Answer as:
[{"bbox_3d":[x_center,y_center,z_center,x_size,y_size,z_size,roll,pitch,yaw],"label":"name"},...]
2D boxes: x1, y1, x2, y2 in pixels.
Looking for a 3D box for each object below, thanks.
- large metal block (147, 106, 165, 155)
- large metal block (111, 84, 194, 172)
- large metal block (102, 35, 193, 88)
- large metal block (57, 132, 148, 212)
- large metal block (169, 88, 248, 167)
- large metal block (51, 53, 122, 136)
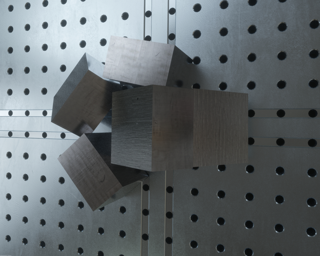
[{"bbox_3d":[-0.009,-0.002,0.403,0.080,0.050,0.080,1,90,20],"label":"large metal block"},{"bbox_3d":[-0.010,0.000,0.329,0.080,0.050,0.080,0,89,54],"label":"large metal block"},{"bbox_3d":[-0.012,-0.075,0.388,0.080,0.080,0.050,14,95,20],"label":"large metal block"},{"bbox_3d":[-0.072,0.053,0.408,0.050,0.080,0.080,-41,78,15],"label":"large metal block"},{"bbox_3d":[0.054,0.000,0.356,0.050,0.081,0.080,-1,89,57],"label":"large metal block"},{"bbox_3d":[-0.098,-0.044,0.412,0.050,0.080,0.080,32,105,-28],"label":"large metal block"}]
